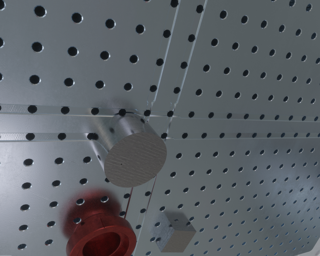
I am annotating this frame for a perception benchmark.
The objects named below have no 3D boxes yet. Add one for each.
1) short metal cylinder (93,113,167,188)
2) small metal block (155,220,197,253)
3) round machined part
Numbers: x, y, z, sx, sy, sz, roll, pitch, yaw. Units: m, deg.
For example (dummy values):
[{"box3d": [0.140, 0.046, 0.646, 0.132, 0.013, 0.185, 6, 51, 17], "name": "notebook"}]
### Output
[{"box3d": [-0.038, 0.028, 0.391, 0.081, 0.050, 0.079, -14, 124, -21], "name": "short metal cylinder"}, {"box3d": [0.028, 0.191, 0.545, 0.050, 0.025, 0.050, 17, 109, -35], "name": "small metal block"}, {"box3d": [-0.088, 0.165, 0.455, 0.099, 0.042, 0.097, -14, 124, -21], "name": "round machined part"}]
